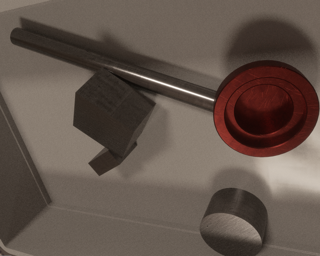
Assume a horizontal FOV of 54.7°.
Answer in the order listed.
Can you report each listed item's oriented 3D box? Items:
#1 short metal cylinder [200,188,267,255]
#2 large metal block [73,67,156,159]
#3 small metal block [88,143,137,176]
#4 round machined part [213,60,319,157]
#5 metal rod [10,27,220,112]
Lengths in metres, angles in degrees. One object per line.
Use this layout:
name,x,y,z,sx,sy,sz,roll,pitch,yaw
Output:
short metal cylinder,0.100,0.128,0.419,0.080,0.050,0.079,13,124,20
large metal block,-0.061,-0.017,0.396,0.080,0.050,0.080,34,147,2
small metal block,-0.068,0.038,0.450,0.050,0.050,0.025,-31,101,38
round machined part,0.105,-0.022,0.318,0.099,0.042,0.097,4,118,8
metal rod,-0.063,-0.077,0.392,0.301,0.025,0.025,20,126,15
